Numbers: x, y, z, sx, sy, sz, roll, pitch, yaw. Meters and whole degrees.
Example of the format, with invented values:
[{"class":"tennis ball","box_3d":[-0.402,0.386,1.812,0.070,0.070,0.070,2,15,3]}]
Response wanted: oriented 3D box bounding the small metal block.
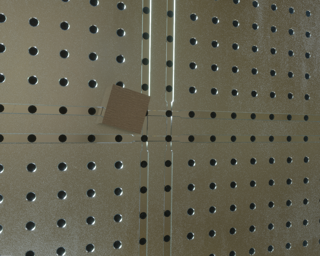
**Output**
[{"class":"small metal block","box_3d":[-0.045,-0.023,0.396,0.050,0.025,0.050,17,84,-19]}]
